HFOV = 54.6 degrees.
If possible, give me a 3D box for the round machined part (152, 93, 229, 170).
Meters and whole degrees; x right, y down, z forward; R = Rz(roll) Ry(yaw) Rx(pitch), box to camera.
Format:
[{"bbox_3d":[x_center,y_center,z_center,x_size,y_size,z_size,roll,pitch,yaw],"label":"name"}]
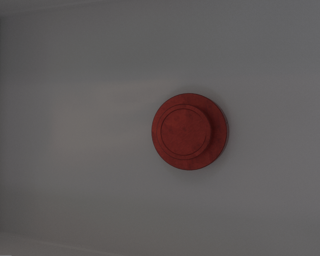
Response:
[{"bbox_3d":[0.035,0.005,0.390,0.098,0.042,0.097,0,90,20],"label":"round machined part"}]
